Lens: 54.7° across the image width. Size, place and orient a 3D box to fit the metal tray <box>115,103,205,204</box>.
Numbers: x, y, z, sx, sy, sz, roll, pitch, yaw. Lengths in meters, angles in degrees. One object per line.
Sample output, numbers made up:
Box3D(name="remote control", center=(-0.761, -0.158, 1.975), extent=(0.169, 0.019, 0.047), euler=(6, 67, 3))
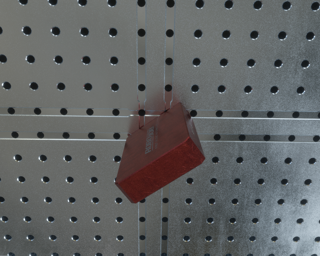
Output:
Box3D(name="metal tray", center=(-0.001, 0.023, 0.366), extent=(0.090, 0.130, 0.030), euler=(-33, 107, 11))
